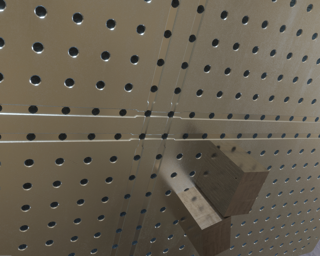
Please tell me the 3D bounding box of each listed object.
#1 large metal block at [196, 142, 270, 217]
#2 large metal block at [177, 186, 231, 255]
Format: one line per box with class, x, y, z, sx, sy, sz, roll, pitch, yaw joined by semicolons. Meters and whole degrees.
large metal block;0.109;0.078;0.482;0.050;0.080;0.079;3;117;-30
large metal block;0.071;0.152;0.508;0.050;0.080;0.080;-19;126;-17
